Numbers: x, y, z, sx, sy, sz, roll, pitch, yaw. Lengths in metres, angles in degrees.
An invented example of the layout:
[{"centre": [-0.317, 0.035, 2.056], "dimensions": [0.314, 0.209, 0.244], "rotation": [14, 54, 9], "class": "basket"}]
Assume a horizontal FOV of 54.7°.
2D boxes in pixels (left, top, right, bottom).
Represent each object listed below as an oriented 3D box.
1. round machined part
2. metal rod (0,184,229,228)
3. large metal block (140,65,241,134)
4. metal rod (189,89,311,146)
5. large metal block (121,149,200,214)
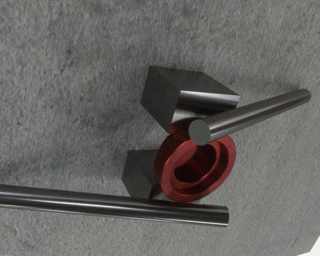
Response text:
[{"centre": [0.037, 0.037, 0.365], "dimensions": [0.099, 0.042, 0.097], "rotation": [-14, 125, -21], "class": "round machined part"}, {"centre": [-0.070, 0.088, 0.354], "dimensions": [0.302, 0.025, 0.025], "rotation": [7, 117, -7], "class": "metal rod"}, {"centre": [0.033, -0.034, 0.371], "dimensions": [0.081, 0.080, 0.050], "rotation": [1, 118, -29], "class": "large metal block"}, {"centre": [0.137, -0.024, 0.401], "dimensions": [0.302, 0.025, 0.025], "rotation": [-16, 128, -47], "class": "metal rod"}, {"centre": [0.003, 0.071, 0.420], "dimensions": [0.081, 0.080, 0.050], "rotation": [1, 118, -29], "class": "large metal block"}]
